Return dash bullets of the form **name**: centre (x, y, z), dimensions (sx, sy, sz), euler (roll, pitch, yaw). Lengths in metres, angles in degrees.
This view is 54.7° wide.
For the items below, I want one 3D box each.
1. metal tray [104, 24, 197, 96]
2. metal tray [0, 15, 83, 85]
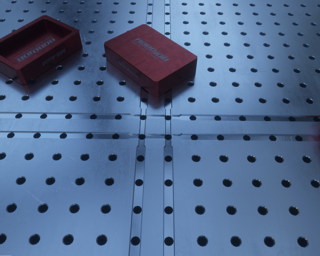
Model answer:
- **metal tray**: centre (-0.016, -0.114, 0.500), dimensions (0.091, 0.030, 0.130), euler (-35, 58, -26)
- **metal tray**: centre (-0.207, -0.134, 0.513), dimensions (0.090, 0.030, 0.131), euler (29, 55, 22)
